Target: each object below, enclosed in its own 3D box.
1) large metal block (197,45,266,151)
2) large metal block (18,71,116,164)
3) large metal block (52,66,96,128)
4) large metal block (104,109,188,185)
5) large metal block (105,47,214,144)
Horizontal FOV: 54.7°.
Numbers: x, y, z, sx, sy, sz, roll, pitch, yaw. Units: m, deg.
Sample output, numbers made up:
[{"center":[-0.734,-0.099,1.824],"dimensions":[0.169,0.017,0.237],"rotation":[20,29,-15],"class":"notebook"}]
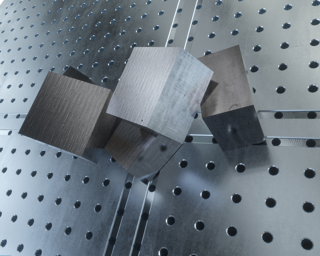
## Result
[{"center":[0.080,-0.031,0.349],"dimensions":[0.050,0.080,0.080],"rotation":[-15,56,19],"class":"large metal block"},{"center":[-0.103,-0.011,0.367],"dimensions":[0.080,0.050,0.080],"rotation":[18,77,13],"class":"large metal block"},{"center":[-0.119,-0.028,0.450],"dimensions":[0.050,0.080,0.080],"rotation":[34,81,38],"class":"large metal block"},{"center":[-0.026,0.011,0.397],"dimensions":[0.080,0.050,0.080],"rotation":[-48,52,-6],"class":"large metal block"},{"center":[-0.003,-0.037,0.326],"dimensions":[0.080,0.050,0.080],"rotation":[19,84,51],"class":"large metal block"}]
